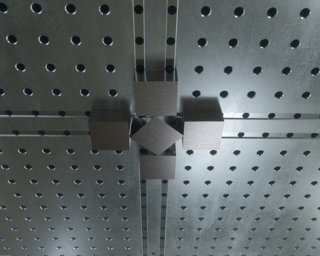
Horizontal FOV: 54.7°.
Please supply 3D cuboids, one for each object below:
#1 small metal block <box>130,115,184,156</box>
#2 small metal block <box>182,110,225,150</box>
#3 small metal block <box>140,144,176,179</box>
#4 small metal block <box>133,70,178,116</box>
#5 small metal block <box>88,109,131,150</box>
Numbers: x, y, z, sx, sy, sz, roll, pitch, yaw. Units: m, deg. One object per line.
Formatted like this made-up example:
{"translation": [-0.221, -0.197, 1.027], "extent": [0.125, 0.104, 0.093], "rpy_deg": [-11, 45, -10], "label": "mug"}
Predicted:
{"translation": [-0.004, 0.004, 0.414], "extent": [0.050, 0.025, 0.050], "rpy_deg": [35, 122, -26], "label": "small metal block"}
{"translation": [0.056, 0.003, 0.415], "extent": [0.050, 0.025, 0.050], "rpy_deg": [0, 130, 0], "label": "small metal block"}
{"translation": [-0.003, 0.049, 0.453], "extent": [0.050, 0.025, 0.050], "rpy_deg": [0, 130, -1], "label": "small metal block"}
{"translation": [-0.005, -0.042, 0.376], "extent": [0.050, 0.025, 0.050], "rpy_deg": [-1, 130, 0], "label": "small metal block"}
{"translation": [-0.065, 0.003, 0.413], "extent": [0.050, 0.025, 0.050], "rpy_deg": [1, 130, -2], "label": "small metal block"}
